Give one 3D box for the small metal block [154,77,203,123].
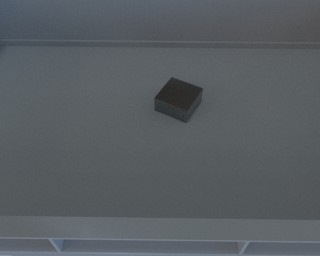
[{"bbox_3d":[0.027,-0.040,0.439,0.050,0.025,0.050,23,54,18],"label":"small metal block"}]
